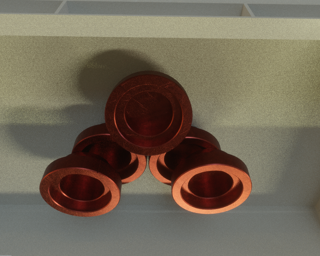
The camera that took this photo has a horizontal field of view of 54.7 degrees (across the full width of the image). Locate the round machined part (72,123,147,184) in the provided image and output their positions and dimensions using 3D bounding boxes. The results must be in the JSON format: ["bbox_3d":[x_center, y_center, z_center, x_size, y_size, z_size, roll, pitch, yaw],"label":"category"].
[{"bbox_3d":[-0.067,0.031,0.422,0.099,0.042,0.097,0,130,0],"label":"round machined part"}]

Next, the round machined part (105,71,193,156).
[{"bbox_3d":[-0.013,-0.020,0.366,0.099,0.042,0.097,-1,112,-1],"label":"round machined part"}]

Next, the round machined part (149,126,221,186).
[{"bbox_3d":[0.034,0.035,0.426,0.099,0.042,0.097,0,130,0],"label":"round machined part"}]

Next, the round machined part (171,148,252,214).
[{"bbox_3d":[0.063,0.064,0.397,0.099,0.042,0.097,0,130,0],"label":"round machined part"}]

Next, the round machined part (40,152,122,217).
[{"bbox_3d":[-0.098,0.069,0.399,0.099,0.042,0.097,0,130,0],"label":"round machined part"}]
